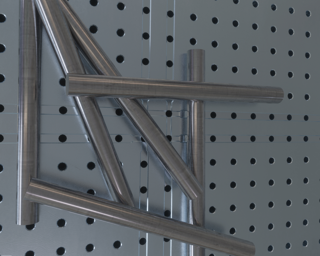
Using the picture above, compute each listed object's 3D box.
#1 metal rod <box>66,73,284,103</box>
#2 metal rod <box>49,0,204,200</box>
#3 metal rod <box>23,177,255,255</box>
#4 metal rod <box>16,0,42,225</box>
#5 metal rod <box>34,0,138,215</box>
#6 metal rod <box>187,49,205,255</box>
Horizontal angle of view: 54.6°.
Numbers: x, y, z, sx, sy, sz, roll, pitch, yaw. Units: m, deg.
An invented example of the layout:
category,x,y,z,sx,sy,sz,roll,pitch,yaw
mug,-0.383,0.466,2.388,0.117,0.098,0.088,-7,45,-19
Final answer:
category,x,y,z,sx,sy,sz,roll,pitch,yaw
metal rod,0.038,-0.047,0.395,0.302,0.025,0.025,0,90,-25
metal rod,-0.040,-0.034,0.386,0.025,0.025,0.300,-38,98,-16
metal rod,-0.009,0.117,0.381,0.302,0.025,0.025,22,83,-19
metal rod,-0.150,-0.041,0.357,0.025,0.025,0.298,1,90,-20
metal rod,-0.087,-0.029,0.367,0.025,0.025,0.299,-23,103,-18
metal rod,0.050,0.043,0.430,0.025,0.025,0.298,0,90,-20
